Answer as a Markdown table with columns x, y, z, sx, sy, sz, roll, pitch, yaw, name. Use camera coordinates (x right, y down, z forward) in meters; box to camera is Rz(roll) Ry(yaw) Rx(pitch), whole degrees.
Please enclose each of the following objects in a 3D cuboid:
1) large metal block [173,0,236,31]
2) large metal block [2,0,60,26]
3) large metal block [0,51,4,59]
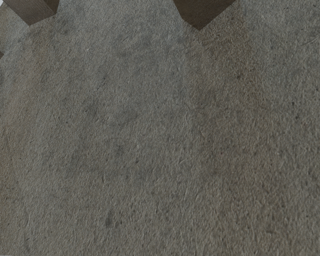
| x | y | z | sx | sy | sz | roll | pitch | yaw | name |
| --- | --- | --- | --- | --- | --- | --- | --- | --- | --- |
| 0.063 | -0.210 | 0.464 | 0.080 | 0.080 | 0.050 | -40 | 51 | 1 | large metal block |
| -0.290 | -0.289 | 0.698 | 0.080 | 0.080 | 0.050 | -14 | 56 | 20 | large metal block |
| -0.415 | -0.163 | 0.687 | 0.050 | 0.080 | 0.080 | 24 | 75 | 36 | large metal block |
